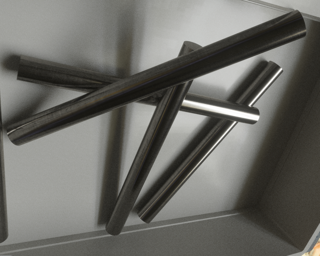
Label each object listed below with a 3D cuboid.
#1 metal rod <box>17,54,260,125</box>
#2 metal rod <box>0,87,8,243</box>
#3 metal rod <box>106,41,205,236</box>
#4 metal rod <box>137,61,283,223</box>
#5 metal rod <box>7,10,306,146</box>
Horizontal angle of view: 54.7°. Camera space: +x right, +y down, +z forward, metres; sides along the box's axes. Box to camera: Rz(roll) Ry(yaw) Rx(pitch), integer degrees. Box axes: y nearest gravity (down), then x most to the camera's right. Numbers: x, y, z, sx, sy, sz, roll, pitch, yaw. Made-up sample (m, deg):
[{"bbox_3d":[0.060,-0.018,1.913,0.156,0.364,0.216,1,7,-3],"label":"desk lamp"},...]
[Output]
[{"bbox_3d":[-0.003,-0.038,0.366,0.302,0.025,0.025,9,114,-27],"label":"metal rod"},{"bbox_3d":[-0.174,0.003,0.314,0.025,0.025,0.298,-3,120,-27],"label":"metal rod"},{"bbox_3d":[-0.017,0.035,0.387,0.025,0.025,0.298,4,127,-30],"label":"metal rod"},{"bbox_3d":[0.071,0.025,0.462,0.025,0.025,0.299,35,99,-39],"label":"metal rod"},{"bbox_3d":[-0.015,-0.042,0.302,0.301,0.025,0.025,-20,130,11],"label":"metal rod"}]
